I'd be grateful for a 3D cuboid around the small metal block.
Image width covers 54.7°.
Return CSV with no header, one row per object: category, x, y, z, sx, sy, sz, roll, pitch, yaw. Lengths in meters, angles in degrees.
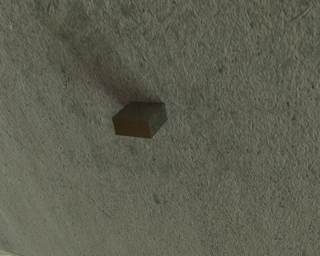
small metal block,-0.025,-0.012,0.396,0.050,0.050,0.025,5,121,25
